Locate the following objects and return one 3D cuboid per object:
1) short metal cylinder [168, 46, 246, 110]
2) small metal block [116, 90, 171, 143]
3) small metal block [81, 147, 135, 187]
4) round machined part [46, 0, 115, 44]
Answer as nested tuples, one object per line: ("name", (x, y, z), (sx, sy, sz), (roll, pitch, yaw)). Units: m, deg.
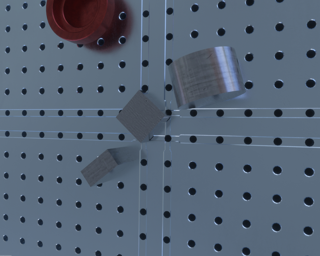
("short metal cylinder", (0.054, -0.056, 0.364), (0.080, 0.080, 0.050), (-15, 85, 19))
("small metal block", (-0.022, -0.015, 0.420), (0.050, 0.025, 0.050), (45, 104, 14))
("small metal block", (-0.070, 0.052, 0.423), (0.050, 0.050, 0.025), (-39, 78, 15))
("round machined part", (-0.108, -0.168, 0.440), (0.098, 0.042, 0.097), (0, 90, 19))
